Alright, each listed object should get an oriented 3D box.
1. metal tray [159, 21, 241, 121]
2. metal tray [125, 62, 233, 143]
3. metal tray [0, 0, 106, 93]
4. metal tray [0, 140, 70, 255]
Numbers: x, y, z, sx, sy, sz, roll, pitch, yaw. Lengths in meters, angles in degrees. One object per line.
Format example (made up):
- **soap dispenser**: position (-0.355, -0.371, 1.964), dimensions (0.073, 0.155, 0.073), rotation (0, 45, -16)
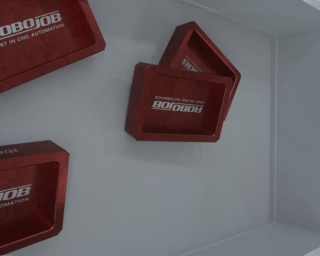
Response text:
- **metal tray**: position (0.061, -0.078, 0.453), dimensions (0.130, 0.030, 0.090), rotation (37, 68, -34)
- **metal tray**: position (0.026, -0.029, 0.396), dimensions (0.131, 0.030, 0.089), rotation (3, 105, -31)
- **metal tray**: position (-0.126, -0.095, 0.296), dimensions (0.131, 0.030, 0.090), rotation (-35, 112, -34)
- **metal tray**: position (-0.144, 0.063, 0.255), dimensions (0.131, 0.030, 0.089), rotation (-7, 112, -47)
